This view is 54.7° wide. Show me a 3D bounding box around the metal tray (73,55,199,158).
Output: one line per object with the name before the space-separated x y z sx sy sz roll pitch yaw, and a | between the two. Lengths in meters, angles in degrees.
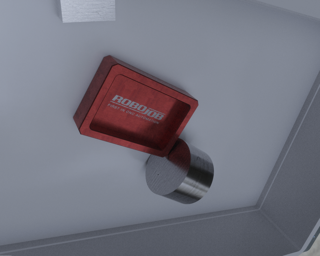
metal tray | -0.026 -0.021 0.379 0.131 0.030 0.090 20 108 -36

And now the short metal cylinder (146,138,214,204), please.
short metal cylinder | 0.026 0.059 0.426 0.050 0.080 0.080 30 102 -38

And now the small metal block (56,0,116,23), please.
small metal block | -0.071 -0.129 0.291 0.050 0.025 0.050 -11 124 -23
